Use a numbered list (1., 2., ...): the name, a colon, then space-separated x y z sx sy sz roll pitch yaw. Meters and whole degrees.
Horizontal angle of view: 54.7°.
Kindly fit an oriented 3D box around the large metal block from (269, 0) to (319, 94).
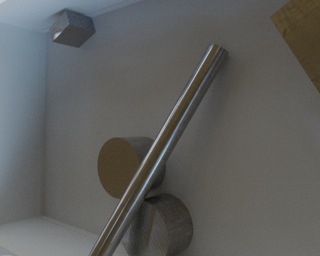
1. large metal block: 0.145 -0.066 0.251 0.050 0.081 0.080 -37 68 34

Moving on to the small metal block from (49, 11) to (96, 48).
1. small metal block: -0.143 -0.159 0.505 0.050 0.050 0.025 -27 73 36

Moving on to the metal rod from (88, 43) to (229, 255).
1. metal rod: -0.007 0.039 0.363 0.025 0.025 0.299 33 95 35

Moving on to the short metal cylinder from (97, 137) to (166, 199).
1. short metal cylinder: -0.039 0.052 0.421 0.080 0.050 0.079 0 90 39

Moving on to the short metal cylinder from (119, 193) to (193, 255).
1. short metal cylinder: -0.005 0.127 0.393 0.080 0.050 0.079 0 90 39
